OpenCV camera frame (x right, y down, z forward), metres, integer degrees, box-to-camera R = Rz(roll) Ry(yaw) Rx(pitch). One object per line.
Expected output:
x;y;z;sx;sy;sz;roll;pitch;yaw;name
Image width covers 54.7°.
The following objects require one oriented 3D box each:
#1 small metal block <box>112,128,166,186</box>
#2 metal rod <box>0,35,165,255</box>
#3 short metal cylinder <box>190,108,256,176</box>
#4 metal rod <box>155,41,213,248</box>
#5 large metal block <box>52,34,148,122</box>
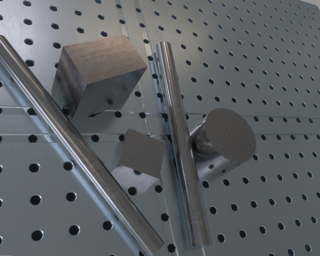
-0.024;0.035;0.374;0.050;0.025;0.050;23;53;-14;small metal block
-0.099;0.014;0.346;0.025;0.025;0.300;-34;81;-38;metal rod
0.083;0.019;0.425;0.081;0.050;0.080;14;56;-21;short metal cylinder
0.026;0.003;0.420;0.025;0.025;0.299;5;59;-26;metal rod
-0.074;-0.059;0.369;0.081;0.080;0.050;-25;75;-37;large metal block
